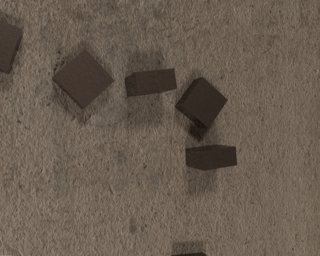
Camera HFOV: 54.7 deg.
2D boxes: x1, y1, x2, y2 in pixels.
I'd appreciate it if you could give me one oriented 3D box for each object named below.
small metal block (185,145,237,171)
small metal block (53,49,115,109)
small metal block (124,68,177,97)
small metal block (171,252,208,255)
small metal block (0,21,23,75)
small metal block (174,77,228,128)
[{"bbox_3d":[0.069,0.039,0.423,0.050,0.050,0.025,-6,92,-20],"label":"small metal block"},{"bbox_3d":[-0.093,-0.058,0.375,0.050,0.025,0.050,-46,105,-14],"label":"small metal block"},{"bbox_3d":[-0.013,-0.057,0.392,0.050,0.050,0.025,-10,94,-20],"label":"small metal block"},{"bbox_3d":[0.042,0.203,0.426,0.050,0.025,0.050,4,89,-20],"label":"small metal block"},{"bbox_3d":[-0.186,-0.093,0.340,0.050,0.025,0.050,17,84,-20],"label":"small metal block"},{"bbox_3d":[0.058,-0.034,0.432,0.050,0.025,0.050,39,77,-16],"label":"small metal block"}]
